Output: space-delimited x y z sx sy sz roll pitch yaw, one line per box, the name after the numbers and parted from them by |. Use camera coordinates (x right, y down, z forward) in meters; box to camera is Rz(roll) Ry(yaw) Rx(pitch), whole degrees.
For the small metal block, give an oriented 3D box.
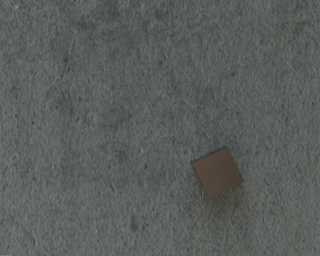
0.076 0.058 0.410 0.050 0.025 0.050 -26 90 0 | small metal block
